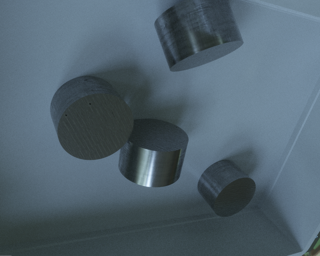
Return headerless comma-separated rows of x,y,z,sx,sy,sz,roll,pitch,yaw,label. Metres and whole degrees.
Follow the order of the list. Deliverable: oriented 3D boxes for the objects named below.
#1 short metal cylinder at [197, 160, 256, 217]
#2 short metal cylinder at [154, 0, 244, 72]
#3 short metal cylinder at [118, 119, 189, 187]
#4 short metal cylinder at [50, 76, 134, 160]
0.110,0.100,0.514,0.081,0.050,0.079,-14,124,-21,short metal cylinder
0.040,-0.098,0.325,0.081,0.080,0.050,-19,89,-17,short metal cylinder
-0.009,0.029,0.386,0.081,0.080,0.050,-4,120,-27,short metal cylinder
-0.076,-0.011,0.344,0.081,0.050,0.079,-14,124,-21,short metal cylinder
